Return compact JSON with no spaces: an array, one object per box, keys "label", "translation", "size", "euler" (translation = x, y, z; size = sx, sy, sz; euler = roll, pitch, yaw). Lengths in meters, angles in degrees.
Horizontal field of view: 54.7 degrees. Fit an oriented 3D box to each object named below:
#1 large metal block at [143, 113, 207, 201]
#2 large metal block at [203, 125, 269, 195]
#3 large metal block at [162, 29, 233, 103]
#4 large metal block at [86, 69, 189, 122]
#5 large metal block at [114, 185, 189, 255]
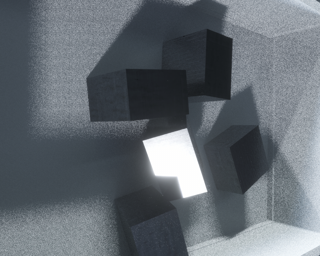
[{"label":"large metal block","translation":[0.020,0.031,0.382],"size":[0.080,0.050,0.080],"euler":[-79,151,-72]},{"label":"large metal block","translation":[0.124,0.048,0.498],"size":[0.081,0.050,0.080],"euler":[-30,109,-36]},{"label":"large metal block","translation":[0.047,-0.077,0.412],"size":[0.050,0.080,0.080],"euler":[4,88,-40]},{"label":"large metal block","translation":[-0.026,-0.036,0.351],"size":[0.081,0.080,0.050],"euler":[-8,96,-40]},{"label":"large metal block","translation":[-0.010,0.123,0.356],"size":[0.050,0.080,0.080],"euler":[-18,103,-17]}]
